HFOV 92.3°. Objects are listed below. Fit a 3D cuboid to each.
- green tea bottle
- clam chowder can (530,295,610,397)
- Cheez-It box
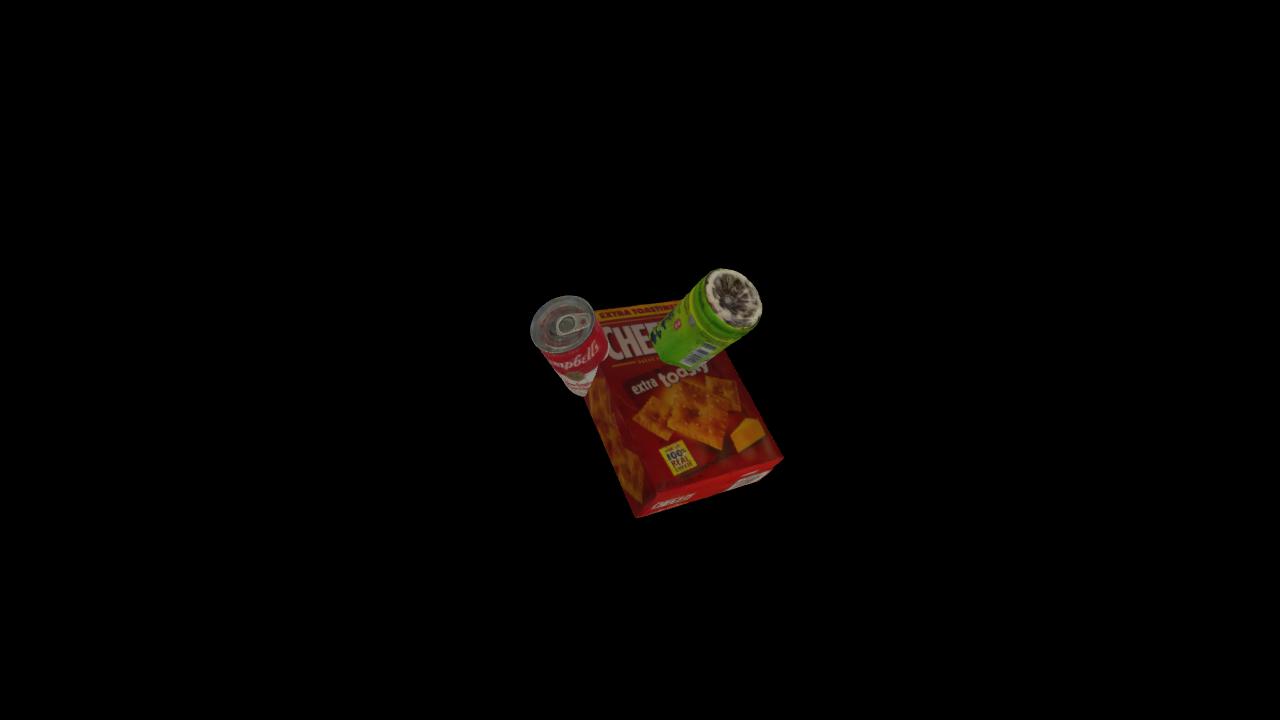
[{"bbox_3d":[0.045,-0.019,0.671,0.073,0.073,0.212,0,-24,-30],"label":"green tea bottle"},{"bbox_3d":[-0.065,-0.011,0.646,0.068,0.068,0.102,0,-29,16],"label":"clam chowder can"},{"bbox_3d":[0.032,0.042,0.674,0.166,0.223,0.071,-9,-31,-31],"label":"Cheez-It box"}]
